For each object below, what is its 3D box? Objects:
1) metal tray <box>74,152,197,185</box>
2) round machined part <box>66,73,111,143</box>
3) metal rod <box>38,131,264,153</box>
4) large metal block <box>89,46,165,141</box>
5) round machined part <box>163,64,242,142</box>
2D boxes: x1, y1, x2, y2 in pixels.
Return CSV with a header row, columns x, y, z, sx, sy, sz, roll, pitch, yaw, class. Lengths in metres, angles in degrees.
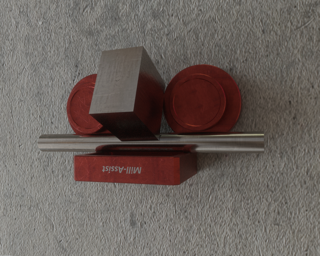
x,y,z,sx,sy,sz,roll,pitch,yaw,class
-0.027,0.046,0.384,0.130,0.090,0.030,-1,90,19,metal tray
-0.088,-0.027,0.429,0.098,0.042,0.097,0,90,19,round machined part
-0.025,0.019,0.396,0.301,0.025,0.025,-1,90,19,metal rod
-0.033,-0.036,0.363,0.050,0.080,0.080,-2,66,19,large metal block
0.050,-0.030,0.382,0.098,0.042,0.097,0,90,19,round machined part
